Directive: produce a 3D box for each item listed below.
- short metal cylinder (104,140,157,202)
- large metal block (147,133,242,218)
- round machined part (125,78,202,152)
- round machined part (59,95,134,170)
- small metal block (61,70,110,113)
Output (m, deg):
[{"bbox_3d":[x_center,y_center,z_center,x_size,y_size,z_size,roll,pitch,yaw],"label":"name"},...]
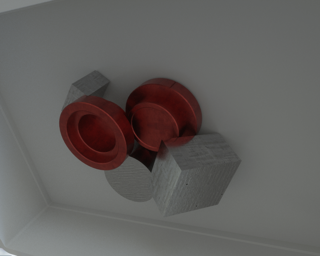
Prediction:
[{"bbox_3d":[-0.031,0.058,0.441,0.080,0.050,0.079,13,124,20],"label":"short metal cylinder"},{"bbox_3d":[0.039,0.056,0.375,0.050,0.081,0.079,57,142,42],"label":"large metal block"},{"bbox_3d":[-0.001,-0.009,0.387,0.098,0.042,0.097,13,124,20],"label":"round machined part"},{"bbox_3d":[-0.076,0.003,0.398,0.098,0.042,0.097,13,124,20],"label":"round machined part"},{"bbox_3d":[-0.099,-0.043,0.414,0.025,0.050,0.050,38,129,2],"label":"small metal block"}]
